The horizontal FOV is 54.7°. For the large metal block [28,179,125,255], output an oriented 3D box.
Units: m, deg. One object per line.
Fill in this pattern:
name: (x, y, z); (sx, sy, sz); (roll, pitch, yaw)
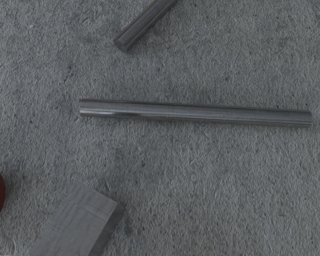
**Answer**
large metal block: (-0.083, 0.110, 0.338); (0.050, 0.080, 0.080); (27, 72, 9)

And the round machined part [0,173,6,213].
round machined part: (-0.232, 0.084, 0.365); (0.099, 0.042, 0.098); (0, 70, -1)

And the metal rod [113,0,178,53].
metal rod: (0.036, -0.229, 0.492); (0.025, 0.025, 0.301); (37, 74, 12)

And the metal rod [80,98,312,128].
metal rod: (0.047, -0.020, 0.415); (0.302, 0.025, 0.025); (3, 70, 0)
